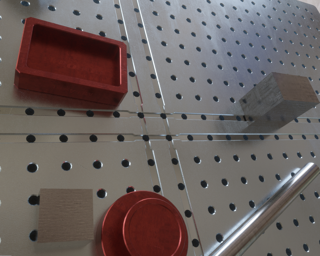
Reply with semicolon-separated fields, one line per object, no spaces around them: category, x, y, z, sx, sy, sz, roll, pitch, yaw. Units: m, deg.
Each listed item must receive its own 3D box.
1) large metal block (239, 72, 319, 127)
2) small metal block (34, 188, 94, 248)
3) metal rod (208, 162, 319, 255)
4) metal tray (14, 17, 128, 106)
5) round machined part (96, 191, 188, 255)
large metal block;0.192;-0.043;0.506;0.081;0.080;0.050;1;61;-28
small metal block;-0.094;0.088;0.305;0.050;0.025;0.050;6;59;-25
metal rod;0.138;0.119;0.411;0.302;0.025;0.025;-25;76;-37
metal tray;-0.109;-0.084;0.398;0.131;0.030;0.090;9;58;-24
round machined part;-0.013;0.112;0.323;0.099;0.042;0.098;14;56;-21
